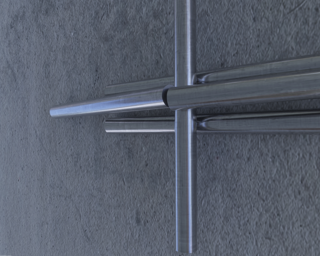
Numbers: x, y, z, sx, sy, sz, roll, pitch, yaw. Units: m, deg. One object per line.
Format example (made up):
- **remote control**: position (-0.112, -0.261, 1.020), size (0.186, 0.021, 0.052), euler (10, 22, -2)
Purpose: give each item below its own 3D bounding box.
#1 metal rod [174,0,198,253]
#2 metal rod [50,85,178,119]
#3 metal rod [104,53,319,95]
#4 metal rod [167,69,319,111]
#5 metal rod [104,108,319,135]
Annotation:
- **metal rod**: position (0.029, -0.013, 0.348), size (0.025, 0.025, 0.298), euler (-1, 90, 39)
- **metal rod**: position (-0.087, -0.031, 0.443), size (0.300, 0.025, 0.025), euler (-2, 89, 49)
- **metal rod**: position (0.043, -0.055, 0.369), size (0.300, 0.025, 0.025), euler (-1, 90, 39)
- **metal rod**: position (0.144, -0.038, 0.254), size (0.300, 0.025, 0.025), euler (-3, 88, 29)
- **metal rod**: position (0.043, -0.005, 0.369), size (0.300, 0.025, 0.025), euler (-1, 90, 39)
